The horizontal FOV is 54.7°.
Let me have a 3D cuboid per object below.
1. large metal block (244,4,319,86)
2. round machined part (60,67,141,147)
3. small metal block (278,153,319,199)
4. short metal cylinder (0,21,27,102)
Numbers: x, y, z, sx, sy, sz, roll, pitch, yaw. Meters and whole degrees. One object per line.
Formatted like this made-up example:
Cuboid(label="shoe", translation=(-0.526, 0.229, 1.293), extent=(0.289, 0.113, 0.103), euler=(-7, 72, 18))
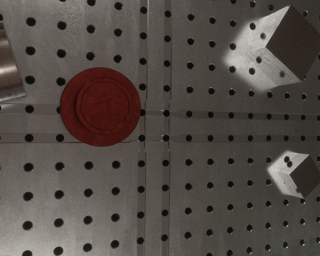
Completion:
Cuboid(label="large metal block", translation=(0.190, -0.123, 0.471), extent=(0.080, 0.050, 0.080), euler=(36, 78, -17))
Cuboid(label="round machined part", translation=(-0.070, -0.026, 0.378), extent=(0.099, 0.042, 0.097), euler=(0, 90, -21))
Cuboid(label="small metal block", translation=(0.227, 0.077, 0.499), extent=(0.050, 0.025, 0.050), euler=(-38, 103, -16))
Cuboid(label="short metal cylinder", translation=(-0.176, -0.065, 0.318), extent=(0.050, 0.080, 0.080), euler=(-17, 96, -20))
